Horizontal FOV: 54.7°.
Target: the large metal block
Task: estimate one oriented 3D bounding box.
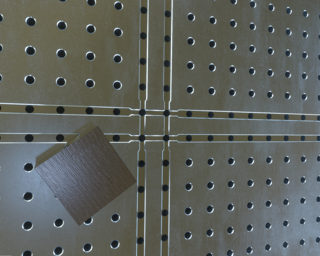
[{"bbox_3d":[-0.088,0.053,0.368,0.080,0.050,0.080,-36,102,-17],"label":"large metal block"}]
